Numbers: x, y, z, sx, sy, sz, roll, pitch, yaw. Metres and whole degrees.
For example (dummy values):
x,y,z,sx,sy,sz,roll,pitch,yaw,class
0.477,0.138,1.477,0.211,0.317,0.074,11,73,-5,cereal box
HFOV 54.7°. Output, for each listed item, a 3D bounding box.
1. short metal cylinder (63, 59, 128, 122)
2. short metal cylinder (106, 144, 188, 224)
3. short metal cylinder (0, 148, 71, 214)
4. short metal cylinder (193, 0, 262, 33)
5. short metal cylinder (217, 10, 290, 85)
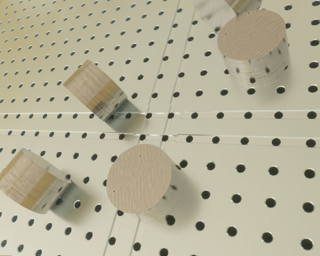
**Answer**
x,y,z,sx,sy,sz,roll,pitch,yaw,class
-0.094,-0.054,0.453,0.050,0.080,0.080,-47,52,-5,short metal cylinder
-0.014,0.065,0.358,0.080,0.050,0.080,-13,56,20,short metal cylinder
-0.168,0.071,0.416,0.080,0.080,0.050,29,78,37,short metal cylinder
0.093,-0.176,0.431,0.080,0.080,0.050,34,81,38,short metal cylinder
0.119,-0.101,0.392,0.080,0.050,0.080,-13,56,20,short metal cylinder
